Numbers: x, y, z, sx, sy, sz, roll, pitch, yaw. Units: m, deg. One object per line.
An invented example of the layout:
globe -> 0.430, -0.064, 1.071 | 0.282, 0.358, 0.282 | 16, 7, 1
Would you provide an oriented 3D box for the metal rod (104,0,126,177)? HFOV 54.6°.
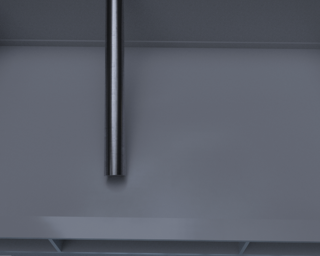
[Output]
metal rod -> -0.059, -0.088, 0.401 | 0.025, 0.025, 0.299 | -2, 74, -2
